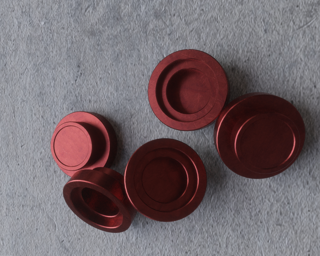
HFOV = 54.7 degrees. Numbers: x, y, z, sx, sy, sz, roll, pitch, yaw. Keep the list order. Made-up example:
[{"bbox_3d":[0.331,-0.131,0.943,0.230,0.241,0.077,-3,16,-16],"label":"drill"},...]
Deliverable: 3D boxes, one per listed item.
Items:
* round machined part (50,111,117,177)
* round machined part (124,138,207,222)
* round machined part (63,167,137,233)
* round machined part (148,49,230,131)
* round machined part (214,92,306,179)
[{"bbox_3d":[-0.114,0.025,0.440,0.098,0.042,0.097,0,90,20],"label":"round machined part"},{"bbox_3d":[0.005,0.065,0.383,0.099,0.042,0.098,2,75,-9],"label":"round machined part"},{"bbox_3d":[-0.074,0.090,0.410,0.098,0.042,0.097,14,131,17],"label":"round machined part"},{"bbox_3d":[0.038,-0.045,0.386,0.098,0.042,0.097,0,90,20],"label":"round machined part"},{"bbox_3d":[0.112,0.011,0.341,0.099,0.042,0.097,0,104,-1],"label":"round machined part"}]
